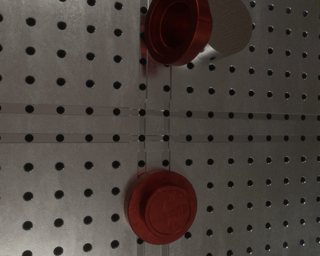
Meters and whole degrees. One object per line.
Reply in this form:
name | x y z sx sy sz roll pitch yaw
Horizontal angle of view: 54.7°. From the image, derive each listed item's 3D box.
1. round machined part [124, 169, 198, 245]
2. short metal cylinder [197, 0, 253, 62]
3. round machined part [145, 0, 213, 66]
round machined part | 0.006 0.105 0.407 0.099 0.042 0.097 0 90 -21
short metal cylinder | 0.079 -0.137 0.430 0.081 0.050 0.079 0 90 -21
round machined part | 0.027 -0.127 0.388 0.042 0.098 0.097 -3 91 -40
